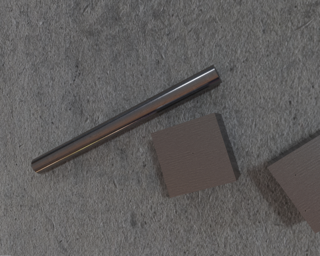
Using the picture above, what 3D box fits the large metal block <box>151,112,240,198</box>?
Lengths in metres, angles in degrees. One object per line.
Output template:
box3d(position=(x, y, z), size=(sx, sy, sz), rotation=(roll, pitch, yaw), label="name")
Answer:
box3d(position=(0.045, 0.032, 0.379), size=(0.080, 0.050, 0.080), rotation=(-19, 84, 18), label="large metal block")

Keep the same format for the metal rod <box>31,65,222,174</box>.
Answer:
box3d(position=(-0.057, -0.005, 0.428), size=(0.300, 0.025, 0.025), rotation=(-26, 82, 17), label="metal rod")

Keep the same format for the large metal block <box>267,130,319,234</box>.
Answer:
box3d(position=(0.175, 0.052, 0.334), size=(0.080, 0.050, 0.080), rotation=(-37, 79, 16), label="large metal block")
